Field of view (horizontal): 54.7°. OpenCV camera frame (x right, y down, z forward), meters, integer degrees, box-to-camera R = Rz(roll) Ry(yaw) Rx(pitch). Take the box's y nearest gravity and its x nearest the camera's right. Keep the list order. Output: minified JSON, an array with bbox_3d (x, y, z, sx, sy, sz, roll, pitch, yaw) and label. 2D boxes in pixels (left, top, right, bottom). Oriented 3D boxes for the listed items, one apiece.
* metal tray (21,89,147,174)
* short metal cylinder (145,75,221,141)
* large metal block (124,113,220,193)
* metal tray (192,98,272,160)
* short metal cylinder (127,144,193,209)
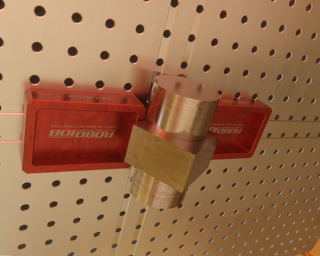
[{"bbox_3d":[-0.089,0.005,0.362,0.131,0.030,0.089,1,118,-29],"label":"metal tray"},{"bbox_3d":[0.026,-0.026,0.373,0.081,0.080,0.050,1,118,-29],"label":"short metal cylinder"},{"bbox_3d":[0.017,0.024,0.381,0.080,0.080,0.050,-26,137,-57],"label":"large metal block"},{"bbox_3d":[0.096,0.002,0.461,0.131,0.030,0.089,1,118,-29],"label":"metal tray"},{"bbox_3d":[0.001,0.062,0.414,0.081,0.080,0.050,2,118,-29],"label":"short metal cylinder"}]
